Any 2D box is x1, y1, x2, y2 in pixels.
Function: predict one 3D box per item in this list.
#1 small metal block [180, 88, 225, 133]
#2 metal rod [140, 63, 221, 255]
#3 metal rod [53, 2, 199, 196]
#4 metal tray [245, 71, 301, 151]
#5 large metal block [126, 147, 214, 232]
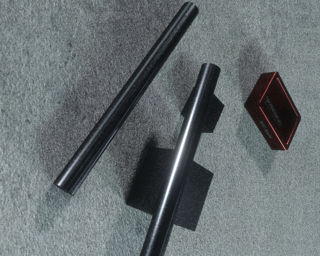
[{"bbox_3d":[0.064,-0.027,0.461,0.050,0.025,0.050,41,65,-33],"label":"small metal block"},{"bbox_3d":[0.018,0.060,0.356,0.025,0.025,0.299,31,71,-36],"label":"metal rod"},{"bbox_3d":[-0.028,-0.053,0.382,0.025,0.025,0.300,47,62,-30],"label":"metal rod"},{"bbox_3d":[0.218,-0.030,0.587,0.130,0.030,0.090,49,61,-29],"label":"metal tray"},{"bbox_3d":[0.015,0.079,0.404,0.080,0.050,0.080,34,69,-35],"label":"large metal block"}]
